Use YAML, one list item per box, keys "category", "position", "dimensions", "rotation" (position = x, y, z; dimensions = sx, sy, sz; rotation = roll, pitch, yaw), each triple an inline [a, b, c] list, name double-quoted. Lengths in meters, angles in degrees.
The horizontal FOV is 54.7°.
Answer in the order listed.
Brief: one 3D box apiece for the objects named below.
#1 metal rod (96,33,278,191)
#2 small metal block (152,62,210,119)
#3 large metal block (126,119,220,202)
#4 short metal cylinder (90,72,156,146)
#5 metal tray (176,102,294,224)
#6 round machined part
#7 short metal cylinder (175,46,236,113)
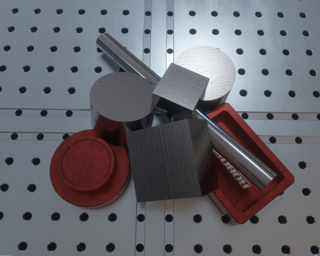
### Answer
- category: "metal rod"
  position: [0.018, -0.034, 0.394]
  dimensions: [0.025, 0.025, 0.300]
  rotation: [-41, 66, -14]
- category: "small metal block"
  position: [0.024, -0.043, 0.368]
  dimensions: [0.050, 0.025, 0.050]
  rotation: [25, 64, 9]
- category: "large metal block"
  position: [0.014, 0.037, 0.353]
  dimensions: [0.080, 0.050, 0.080]
  rotation: [-13, 84, 30]
- category: "short metal cylinder"
  position: [-0.047, -0.025, 0.391]
  dimensions: [0.081, 0.050, 0.080]
  rotation: [5, 53, -6]
- category: "metal tray"
  position: [0.088, 0.042, 0.390]
  dimensions: [0.090, 0.030, 0.130]
  rotation: [-35, 74, -12]
- category: "round machined part"
  position: [-0.086, 0.047, 0.380]
  dimensions: [0.099, 0.042, 0.098]
  rotation: [0, 70, 0]
- category: "short metal cylinder"
  position: [0.057, -0.063, 0.418]
  dimensions: [0.081, 0.050, 0.080]
  rotation: [0, 70, 0]
